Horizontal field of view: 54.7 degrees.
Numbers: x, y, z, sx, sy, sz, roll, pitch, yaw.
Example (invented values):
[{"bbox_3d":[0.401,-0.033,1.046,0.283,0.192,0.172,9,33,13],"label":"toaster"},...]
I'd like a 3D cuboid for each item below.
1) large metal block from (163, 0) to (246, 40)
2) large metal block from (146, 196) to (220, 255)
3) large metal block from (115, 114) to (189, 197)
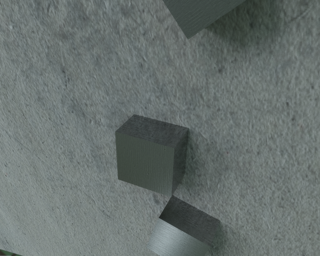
[{"bbox_3d":[0.043,-0.141,0.280,0.080,0.050,0.080,-27,104,37],"label":"large metal block"},{"bbox_3d":[0.034,0.162,0.472,0.080,0.050,0.079,27,128,11],"label":"large metal block"},{"bbox_3d":[-0.010,0.036,0.417,0.080,0.050,0.079,15,124,19],"label":"large metal block"}]
